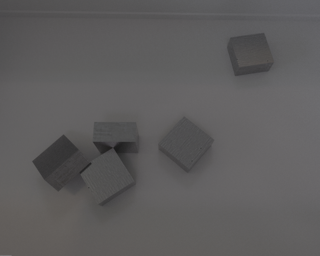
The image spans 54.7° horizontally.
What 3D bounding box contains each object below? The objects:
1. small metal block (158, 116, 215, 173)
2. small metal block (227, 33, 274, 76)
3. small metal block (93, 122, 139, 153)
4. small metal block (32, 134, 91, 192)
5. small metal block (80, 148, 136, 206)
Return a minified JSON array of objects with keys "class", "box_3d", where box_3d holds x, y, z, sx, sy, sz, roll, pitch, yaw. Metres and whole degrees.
[{"class":"small metal block","box_3d":[0.033,0.022,0.402,0.050,0.025,0.050,39,74,13]},{"class":"small metal block","box_3d":[0.130,-0.107,0.449,0.050,0.025,0.050,-9,70,-4]},{"class":"small metal block","box_3d":[-0.054,0.013,0.391,0.050,0.050,0.025,0,70,0]},{"class":"small metal block","box_3d":[-0.122,0.041,0.381,0.050,0.025,0.050,-43,40,-14]},{"class":"small metal block","box_3d":[-0.066,0.061,0.387,0.050,0.025,0.050,-32,73,-11]}]
